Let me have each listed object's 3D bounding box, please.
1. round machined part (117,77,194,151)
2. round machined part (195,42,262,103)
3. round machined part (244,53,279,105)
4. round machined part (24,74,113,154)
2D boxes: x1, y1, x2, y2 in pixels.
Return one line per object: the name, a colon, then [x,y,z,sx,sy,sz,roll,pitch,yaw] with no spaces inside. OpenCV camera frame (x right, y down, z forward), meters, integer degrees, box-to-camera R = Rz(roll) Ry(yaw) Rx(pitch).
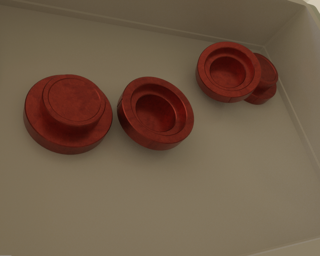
round machined part: [-0.009,-0.015,0.400,0.099,0.042,0.098,14,56,-21]
round machined part: [0.105,-0.083,0.489,0.099,0.042,0.098,1,70,-3]
round machined part: [0.167,-0.093,0.544,0.099,0.042,0.098,14,56,-21]
round machined part: [-0.101,-0.022,0.355,0.099,0.042,0.098,14,56,-21]
